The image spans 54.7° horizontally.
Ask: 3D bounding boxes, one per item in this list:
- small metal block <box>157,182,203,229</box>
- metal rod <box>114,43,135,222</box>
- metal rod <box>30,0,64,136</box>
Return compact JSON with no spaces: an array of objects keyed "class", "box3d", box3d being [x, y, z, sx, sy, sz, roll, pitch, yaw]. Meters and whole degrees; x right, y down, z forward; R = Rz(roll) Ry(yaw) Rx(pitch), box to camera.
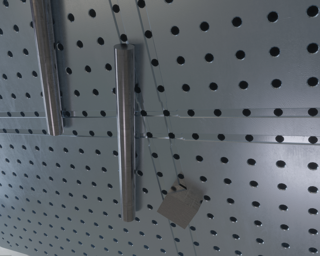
[{"class":"small metal block","box3d":[0.030,0.118,0.469,0.050,0.025,0.050,31,128,8]},{"class":"metal rod","box3d":[-0.049,0.027,0.453,0.025,0.025,0.298,15,125,19]},{"class":"metal rod","box3d":[-0.156,-0.118,0.420,0.025,0.025,0.298,18,126,17]}]
